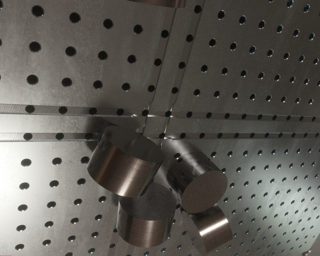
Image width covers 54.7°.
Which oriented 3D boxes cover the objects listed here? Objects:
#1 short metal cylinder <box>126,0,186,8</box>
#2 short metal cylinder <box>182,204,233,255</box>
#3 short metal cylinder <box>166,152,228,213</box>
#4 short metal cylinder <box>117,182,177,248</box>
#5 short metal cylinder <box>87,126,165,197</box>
[{"bbox_3d":[-0.011,-0.144,0.281,0.081,0.080,0.050,-4,120,-27],"label":"short metal cylinder"},{"bbox_3d":[0.078,0.167,0.524,0.050,0.080,0.080,-22,127,-16],"label":"short metal cylinder"},{"bbox_3d":[0.057,0.084,0.480,0.081,0.050,0.079,-14,125,-21],"label":"short metal cylinder"},{"bbox_3d":[-0.020,0.121,0.441,0.081,0.080,0.050,-6,121,-26],"label":"short metal cylinder"},{"bbox_3d":[-0.041,0.039,0.379,0.081,0.080,0.050,17,110,-35],"label":"short metal cylinder"}]
